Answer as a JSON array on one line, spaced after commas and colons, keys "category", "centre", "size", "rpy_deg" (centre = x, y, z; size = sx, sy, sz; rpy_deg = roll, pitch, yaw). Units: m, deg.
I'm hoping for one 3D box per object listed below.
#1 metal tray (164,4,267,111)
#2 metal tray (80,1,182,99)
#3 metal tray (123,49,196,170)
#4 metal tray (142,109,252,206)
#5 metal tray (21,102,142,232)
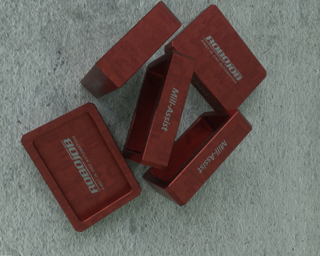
[{"category": "metal tray", "centre": [0.081, -0.094, 0.439], "size": [0.090, 0.030, 0.130], "rpy_deg": [-46, 105, -14]}, {"category": "metal tray", "centre": [-0.039, -0.079, 0.341], "size": [0.030, 0.130, 0.090], "rpy_deg": [46, 75, -15]}, {"category": "metal tray", "centre": [-0.005, -0.020, 0.374], "size": [0.030, 0.090, 0.129], "rpy_deg": [18, 84, -20]}, {"category": "metal tray", "centre": [0.044, 0.032, 0.393], "size": [0.130, 0.090, 0.030], "rpy_deg": [-45, 105, -15]}, {"category": "metal tray", "centre": [-0.092, 0.045, 0.374], "size": [0.091, 0.030, 0.129], "rpy_deg": [-30, 100, -18]}]
